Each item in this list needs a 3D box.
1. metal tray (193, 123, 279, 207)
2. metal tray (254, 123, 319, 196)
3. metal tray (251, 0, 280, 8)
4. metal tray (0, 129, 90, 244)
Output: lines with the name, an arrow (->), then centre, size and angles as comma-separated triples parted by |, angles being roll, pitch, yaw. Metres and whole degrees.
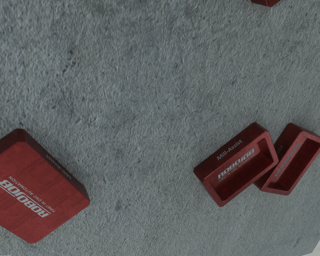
metal tray -> 0.128, 0.062, 0.511 | 0.130, 0.030, 0.090 | -37, 129, -3
metal tray -> 0.237, 0.061, 0.570 | 0.091, 0.030, 0.129 | 16, 110, -35
metal tray -> 0.155, -0.214, 0.355 | 0.130, 0.030, 0.090 | -37, 129, -4
metal tray -> -0.156, 0.073, 0.363 | 0.090, 0.030, 0.130 | -36, 129, -5
